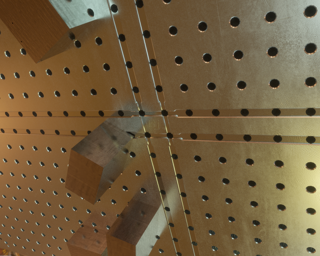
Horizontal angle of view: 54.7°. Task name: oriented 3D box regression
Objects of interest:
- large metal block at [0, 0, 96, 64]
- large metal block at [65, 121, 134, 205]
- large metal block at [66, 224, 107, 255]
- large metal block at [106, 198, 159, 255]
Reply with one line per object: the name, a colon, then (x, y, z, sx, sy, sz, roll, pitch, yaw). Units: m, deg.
large metal block: (-0.142, -0.140, 0.381, 0.080, 0.050, 0.080, -28, 104, 37)
large metal block: (-0.088, 0.049, 0.450, 0.050, 0.080, 0.079, 28, 128, 10)
large metal block: (-0.127, 0.247, 0.612, 0.080, 0.050, 0.079, 6, 121, 24)
large metal block: (-0.043, 0.178, 0.507, 0.050, 0.080, 0.079, 15, 125, 19)
